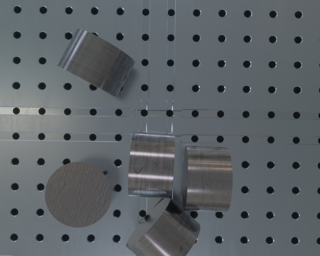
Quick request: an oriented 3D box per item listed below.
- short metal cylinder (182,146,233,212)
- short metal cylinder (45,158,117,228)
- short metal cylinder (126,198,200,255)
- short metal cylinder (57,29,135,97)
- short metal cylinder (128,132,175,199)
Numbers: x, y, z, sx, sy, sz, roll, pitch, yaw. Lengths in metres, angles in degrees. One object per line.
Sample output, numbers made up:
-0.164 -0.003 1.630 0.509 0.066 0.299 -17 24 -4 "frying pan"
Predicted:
0.056 0.063 0.386 0.050 0.080 0.080 2 90 0 "short metal cylinder"
-0.099 0.081 0.400 0.081 0.050 0.079 0 90 0 "short metal cylinder"
0.004 0.133 0.386 0.050 0.080 0.080 43 90 0 "short metal cylinder"
-0.078 -0.079 0.385 0.080 0.080 0.050 28 90 0 "short metal cylinder"
-0.010 0.046 0.386 0.050 0.080 0.080 4 90 0 "short metal cylinder"
